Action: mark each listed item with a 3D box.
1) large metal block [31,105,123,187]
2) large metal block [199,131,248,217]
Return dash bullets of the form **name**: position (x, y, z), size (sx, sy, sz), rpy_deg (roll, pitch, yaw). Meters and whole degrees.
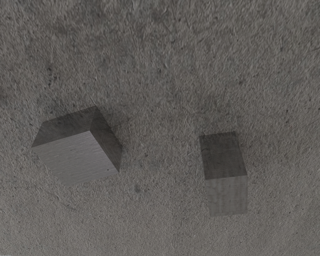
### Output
- **large metal block**: position (-0.106, 0.026, 0.412), size (0.080, 0.050, 0.080), rpy_deg (-16, 129, 13)
- **large metal block**: position (0.086, 0.063, 0.426), size (0.050, 0.080, 0.080), rpy_deg (-8, 130, 6)
